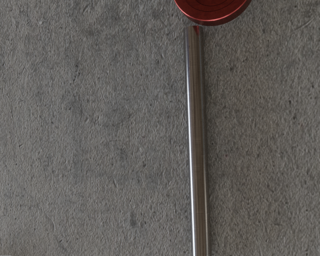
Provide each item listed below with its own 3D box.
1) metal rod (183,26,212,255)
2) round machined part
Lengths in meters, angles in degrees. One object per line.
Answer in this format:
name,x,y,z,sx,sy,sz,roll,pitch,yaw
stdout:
metal rod,0.047,0.023,0.391,0.025,0.025,0.298,-2,89,19
round machined part,0.067,-0.172,0.376,0.098,0.042,0.097,0,90,19
